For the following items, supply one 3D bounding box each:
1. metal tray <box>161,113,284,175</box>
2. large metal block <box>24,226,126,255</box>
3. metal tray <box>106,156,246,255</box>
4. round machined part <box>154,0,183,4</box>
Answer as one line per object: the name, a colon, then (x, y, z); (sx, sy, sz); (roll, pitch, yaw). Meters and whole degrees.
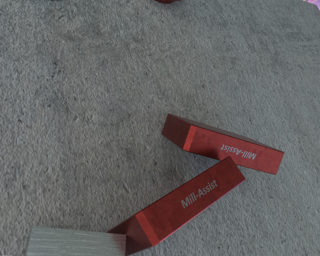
metal tray: (0.077, 0.019, 0.395); (0.131, 0.090, 0.030); (16, 96, -20)
large metal block: (-0.078, 0.134, 0.265); (0.081, 0.050, 0.080); (13, 56, -21)
metal tray: (0.018, 0.081, 0.323); (0.131, 0.090, 0.030); (-23, 76, -37)
round machined part: (0.007, -0.265, 0.560); (0.099, 0.042, 0.098); (14, 56, -21)
